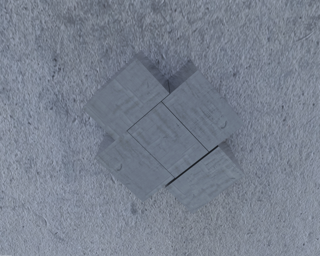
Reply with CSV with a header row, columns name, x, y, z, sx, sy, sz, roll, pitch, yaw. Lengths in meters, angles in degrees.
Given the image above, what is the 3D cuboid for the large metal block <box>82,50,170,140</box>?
name,x,y,z,sx,sy,sz,roll,pitch,yaw
large metal block,-0.037,-0.042,0.366,0.080,0.080,0.050,-40,106,13

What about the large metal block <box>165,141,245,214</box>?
name,x,y,z,sx,sy,sz,roll,pitch,yaw
large metal block,0.053,0.049,0.401,0.080,0.080,0.050,-40,106,13

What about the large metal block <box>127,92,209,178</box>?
name,x,y,z,sx,sy,sz,roll,pitch,yaw
large metal block,0.009,0.001,0.383,0.050,0.080,0.080,-40,106,13

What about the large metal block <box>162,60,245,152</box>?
name,x,y,z,sx,sy,sz,roll,pitch,yaw
large metal block,0.047,-0.030,0.372,0.050,0.080,0.080,-40,106,13

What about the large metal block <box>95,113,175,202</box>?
name,x,y,z,sx,sy,sz,roll,pitch,yaw
large metal block,-0.029,0.033,0.394,0.050,0.080,0.080,-40,106,13
